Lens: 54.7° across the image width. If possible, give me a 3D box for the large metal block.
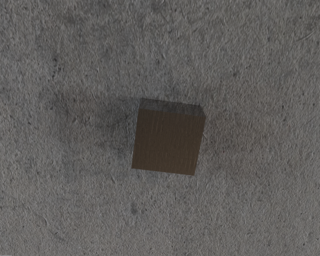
[{"bbox_3d":[0.009,0.010,0.402,0.081,0.050,0.079,7,110,-3],"label":"large metal block"}]
